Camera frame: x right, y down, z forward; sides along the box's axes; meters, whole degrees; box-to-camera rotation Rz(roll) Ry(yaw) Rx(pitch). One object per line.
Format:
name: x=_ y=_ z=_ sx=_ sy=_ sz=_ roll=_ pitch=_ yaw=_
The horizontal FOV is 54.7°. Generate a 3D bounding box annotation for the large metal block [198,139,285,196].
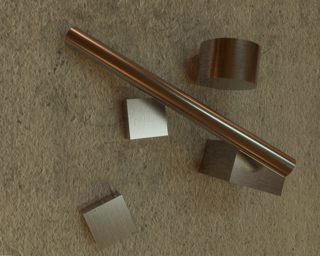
large metal block: x=0.112 y=0.052 z=0.423 sx=0.081 sy=0.080 sz=0.050 roll=18 pitch=84 yaw=-20

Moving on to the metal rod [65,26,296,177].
metal rod: x=0.021 y=-0.032 z=0.365 sx=0.301 sy=0.025 sz=0.025 roll=32 pitch=79 yaw=2

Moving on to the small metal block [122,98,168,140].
small metal block: x=-0.020 y=-0.013 z=0.403 sx=0.050 sy=0.025 sz=0.050 roll=-6 pitch=92 yaw=-20

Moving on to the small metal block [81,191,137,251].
small metal block: x=-0.064 y=0.114 z=0.386 sx=0.050 sy=0.025 sz=0.050 roll=-25 pitch=99 yaw=-19

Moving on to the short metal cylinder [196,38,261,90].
short metal cylinder: x=0.091 y=-0.083 z=0.415 sx=0.081 sy=0.080 sz=0.050 roll=8 pitch=88 yaw=-20
